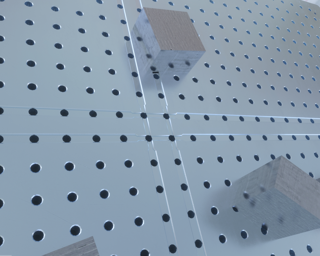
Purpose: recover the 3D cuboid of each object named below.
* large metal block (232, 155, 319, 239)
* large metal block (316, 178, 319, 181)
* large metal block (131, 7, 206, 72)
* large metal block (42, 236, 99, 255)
[{"bbox_3d":[0.155,0.092,0.400,0.080,0.080,0.050,35,51,-5],"label":"large metal block"},{"bbox_3d":[0.313,0.101,0.498,0.081,0.050,0.080,-12,68,-33],"label":"large metal block"},{"bbox_3d":[0.012,-0.135,0.480,0.081,0.050,0.080,-7,65,-31],"label":"large metal block"},{"bbox_3d":[-0.086,0.147,0.256,0.081,0.050,0.080,-12,68,-33],"label":"large metal block"}]
